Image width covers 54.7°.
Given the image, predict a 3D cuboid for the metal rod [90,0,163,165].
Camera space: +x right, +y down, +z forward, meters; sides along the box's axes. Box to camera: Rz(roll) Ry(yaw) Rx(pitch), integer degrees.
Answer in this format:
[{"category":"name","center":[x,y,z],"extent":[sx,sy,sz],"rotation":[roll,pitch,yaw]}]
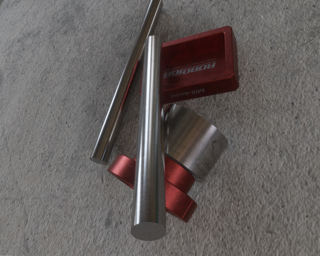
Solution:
[{"category":"metal rod","center":[-0.045,-0.086,0.480],"extent":[0.025,0.025,0.300],"rotation":[2,62,29]}]

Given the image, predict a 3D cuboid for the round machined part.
[{"category":"round machined part","center":[-0.002,0.054,0.325],"extent":[0.098,0.098,0.042],"rotation":[24,73,36]}]

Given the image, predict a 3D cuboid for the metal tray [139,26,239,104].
[{"category":"metal tray","center":[0.040,-0.085,0.431],"extent":[0.130,0.030,0.090],"rotation":[-9,58,23]}]

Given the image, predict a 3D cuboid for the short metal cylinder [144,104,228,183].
[{"category":"short metal cylinder","center":[0.027,0.017,0.344],"extent":[0.080,0.080,0.050],"rotation":[28,77,37]}]

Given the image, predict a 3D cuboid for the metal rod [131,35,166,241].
[{"category":"metal rod","center":[-0.009,-0.024,0.332],"extent":[0.025,0.025,0.300],"rotation":[-20,38,16]}]
